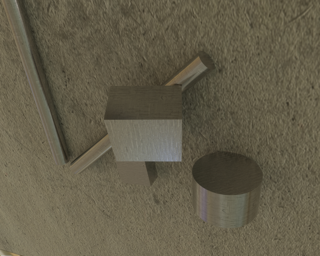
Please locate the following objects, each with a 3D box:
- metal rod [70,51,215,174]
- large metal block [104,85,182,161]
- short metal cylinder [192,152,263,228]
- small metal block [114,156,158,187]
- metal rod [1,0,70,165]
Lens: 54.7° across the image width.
[{"bbox_3d":[-0.044,-0.004,0.426,0.025,0.025,0.299,49,128,-7],"label":"metal rod"},{"bbox_3d":[-0.015,-0.003,0.364,0.080,0.050,0.080,0,141,3],"label":"large metal block"},{"bbox_3d":[0.079,0.072,0.373,0.080,0.080,0.050,10,123,22],"label":"short metal cylinder"},{"bbox_3d":[-0.035,0.056,0.458,0.050,0.025,0.050,3,120,26],"label":"small metal block"},{"bbox_3d":[-0.181,-0.074,0.453,0.025,0.025,0.298,7,122,24],"label":"metal rod"}]
